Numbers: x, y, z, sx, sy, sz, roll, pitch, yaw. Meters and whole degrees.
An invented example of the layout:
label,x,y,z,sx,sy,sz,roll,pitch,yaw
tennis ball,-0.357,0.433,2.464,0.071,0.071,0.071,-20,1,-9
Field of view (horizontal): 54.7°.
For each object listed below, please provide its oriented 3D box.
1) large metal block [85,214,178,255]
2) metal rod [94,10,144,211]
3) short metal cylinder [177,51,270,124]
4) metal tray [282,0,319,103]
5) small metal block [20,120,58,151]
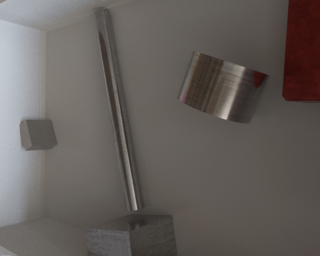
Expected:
label,x,y,z,sx,sy,sz,roll,pitch,yaw
large metal block,-0.036,0.146,0.399,0.080,0.081,0.050,-12,83,39
metal rod,-0.062,-0.031,0.455,0.025,0.025,0.298,-18,79,38
short metal cylinder,0.063,-0.043,0.317,0.080,0.081,0.050,29,108,36
metal tray,0.153,-0.087,0.257,0.090,0.030,0.129,7,95,60
small metal block,-0.223,0.013,0.571,0.025,0.050,0.050,-31,71,35
